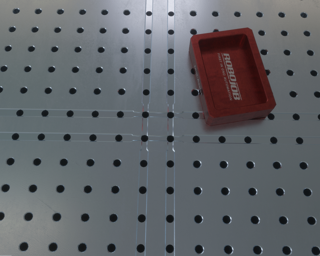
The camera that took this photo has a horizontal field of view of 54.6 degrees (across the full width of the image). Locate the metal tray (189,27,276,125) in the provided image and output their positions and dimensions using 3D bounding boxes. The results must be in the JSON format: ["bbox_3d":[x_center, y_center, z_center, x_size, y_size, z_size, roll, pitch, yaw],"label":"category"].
[{"bbox_3d":[0.098,-0.074,0.436,0.091,0.030,0.130,-9,70,-3],"label":"metal tray"}]
